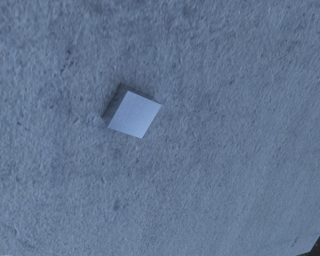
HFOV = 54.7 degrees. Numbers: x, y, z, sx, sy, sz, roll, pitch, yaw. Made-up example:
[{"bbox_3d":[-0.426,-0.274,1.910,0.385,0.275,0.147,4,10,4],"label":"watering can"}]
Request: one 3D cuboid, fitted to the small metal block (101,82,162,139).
[{"bbox_3d":[-0.035,-0.020,0.377,0.050,0.025,0.050,21,107,-36],"label":"small metal block"}]
